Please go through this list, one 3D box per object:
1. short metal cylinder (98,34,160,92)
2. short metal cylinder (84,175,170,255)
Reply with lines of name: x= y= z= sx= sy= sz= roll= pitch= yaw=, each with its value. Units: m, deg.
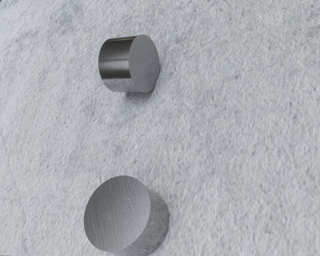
short metal cylinder: x=-0.042 y=-0.091 z=0.445 sx=0.050 sy=0.080 sz=0.080 roll=3 pitch=63 yaw=29
short metal cylinder: x=-0.036 y=0.099 z=0.345 sx=0.080 sy=0.050 sz=0.080 roll=-13 pitch=56 yaw=20
